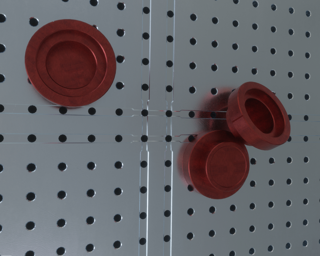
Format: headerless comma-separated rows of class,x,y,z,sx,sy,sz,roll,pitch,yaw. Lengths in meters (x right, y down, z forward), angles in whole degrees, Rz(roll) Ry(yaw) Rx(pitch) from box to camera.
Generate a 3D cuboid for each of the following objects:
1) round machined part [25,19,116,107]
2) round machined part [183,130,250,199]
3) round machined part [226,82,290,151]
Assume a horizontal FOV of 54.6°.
round machined part,-0.104,-0.073,0.365,0.099,0.042,0.097,0,90,-20
round machined part,0.085,0.052,0.435,0.099,0.042,0.097,0,90,-20
round machined part,0.133,-0.013,0.438,0.099,0.042,0.098,16,57,-26
